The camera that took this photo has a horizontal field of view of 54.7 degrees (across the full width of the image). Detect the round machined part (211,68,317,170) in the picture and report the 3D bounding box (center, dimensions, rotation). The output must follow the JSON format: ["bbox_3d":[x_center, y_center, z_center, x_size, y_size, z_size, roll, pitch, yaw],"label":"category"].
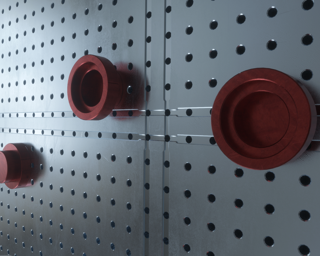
[{"bbox_3d":[0.105,-0.009,0.311,0.098,0.042,0.097,0,90,39],"label":"round machined part"}]

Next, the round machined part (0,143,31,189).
[{"bbox_3d":[-0.318,0.081,0.656,0.098,0.042,0.097,0,90,39],"label":"round machined part"}]

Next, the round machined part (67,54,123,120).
[{"bbox_3d":[-0.096,-0.060,0.475,0.098,0.042,0.097,0,90,39],"label":"round machined part"}]
